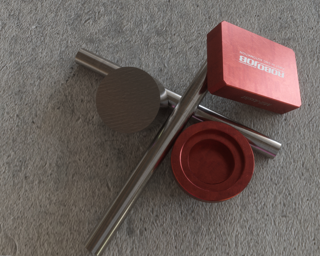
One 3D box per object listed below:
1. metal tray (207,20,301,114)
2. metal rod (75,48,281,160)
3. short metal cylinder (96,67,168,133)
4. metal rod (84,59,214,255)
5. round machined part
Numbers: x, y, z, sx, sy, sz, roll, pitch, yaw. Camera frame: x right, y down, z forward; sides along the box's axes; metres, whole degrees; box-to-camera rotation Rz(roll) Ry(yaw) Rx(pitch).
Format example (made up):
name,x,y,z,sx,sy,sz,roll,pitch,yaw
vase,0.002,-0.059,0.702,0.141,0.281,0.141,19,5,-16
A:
name,x,y,z,sx,sy,sz,roll,pitch,yaw
metal tray,0.124,-0.076,0.405,0.131,0.030,0.090,12,68,-26
metal rod,0.018,-0.037,0.424,0.301,0.025,0.025,27,72,9
short metal cylinder,-0.034,-0.034,0.394,0.080,0.050,0.080,0,90,11
metal rod,0.004,0.018,0.384,0.025,0.025,0.300,32,79,11
round machined part,0.062,0.044,0.385,0.099,0.042,0.098,0,70,0
